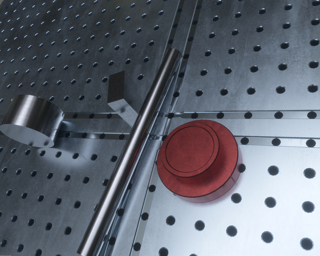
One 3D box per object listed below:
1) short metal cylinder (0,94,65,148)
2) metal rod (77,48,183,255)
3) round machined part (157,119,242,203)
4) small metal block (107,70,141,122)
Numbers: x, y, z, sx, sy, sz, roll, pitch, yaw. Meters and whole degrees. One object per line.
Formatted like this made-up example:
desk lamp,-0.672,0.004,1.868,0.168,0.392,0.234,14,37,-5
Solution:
short metal cylinder,-0.196,-0.009,0.479,0.080,0.080,0.050,-3,61,26
metal rod,-0.032,0.019,0.411,0.025,0.025,0.300,9,66,32
round machined part,0.040,0.032,0.356,0.098,0.042,0.098,-13,56,20
small metal block,-0.050,-0.045,0.444,0.025,0.050,0.050,-15,56,20
